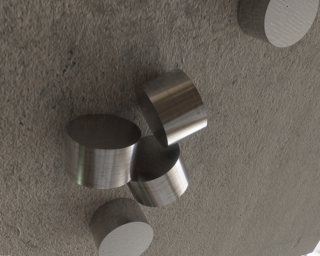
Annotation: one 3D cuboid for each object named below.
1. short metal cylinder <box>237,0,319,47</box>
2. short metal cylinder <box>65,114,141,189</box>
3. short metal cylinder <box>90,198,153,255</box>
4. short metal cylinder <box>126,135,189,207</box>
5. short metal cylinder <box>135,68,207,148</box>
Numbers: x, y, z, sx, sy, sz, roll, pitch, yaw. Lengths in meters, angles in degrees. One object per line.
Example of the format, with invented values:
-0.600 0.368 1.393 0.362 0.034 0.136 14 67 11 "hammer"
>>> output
0.143 -0.145 0.379 0.081 0.050 0.079 -14 124 -21 "short metal cylinder"
-0.065 0.024 0.351 0.081 0.080 0.050 -4 120 -27 "short metal cylinder"
-0.057 0.150 0.452 0.081 0.050 0.079 -14 124 -21 "short metal cylinder"
-0.007 0.054 0.401 0.080 0.080 0.050 -29 128 -10 "short metal cylinder"
0.012 -0.023 0.363 0.050 0.080 0.080 -26 128 -12 "short metal cylinder"
